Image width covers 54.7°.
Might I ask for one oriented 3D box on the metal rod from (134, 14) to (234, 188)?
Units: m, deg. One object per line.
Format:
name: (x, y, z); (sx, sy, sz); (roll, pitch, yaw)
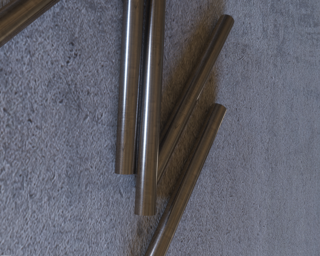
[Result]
metal rod: (0.043, -0.046, 0.439); (0.025, 0.025, 0.300); (41, 65, -33)

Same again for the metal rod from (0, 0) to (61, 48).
metal rod: (-0.132, -0.109, 0.293); (0.025, 0.025, 0.301); (52, 60, -28)

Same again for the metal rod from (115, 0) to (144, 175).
metal rod: (-0.035, -0.095, 0.375); (0.025, 0.025, 0.298); (4, 87, -40)

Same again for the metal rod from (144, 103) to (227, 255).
metal rod: (0.029, 0.094, 0.428); (0.025, 0.025, 0.300); (41, 65, -33)

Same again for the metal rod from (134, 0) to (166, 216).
metal rod: (-0.010, -0.048, 0.380); (0.025, 0.025, 0.298); (10, 79, -40)
